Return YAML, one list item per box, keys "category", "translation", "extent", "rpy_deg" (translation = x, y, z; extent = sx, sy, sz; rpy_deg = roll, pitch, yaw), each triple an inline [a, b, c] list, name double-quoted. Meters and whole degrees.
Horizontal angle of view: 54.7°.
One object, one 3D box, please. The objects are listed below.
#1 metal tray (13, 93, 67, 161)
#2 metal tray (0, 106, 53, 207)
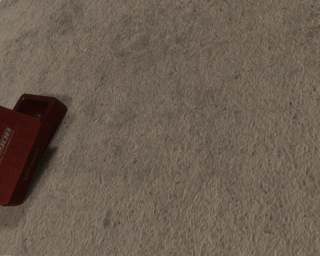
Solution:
- category: "metal tray"
  translation: [-0.220, 0.008, 0.508]
  extent: [0.090, 0.030, 0.130]
  rpy_deg: [9, 66, 31]
- category: "metal tray"
  translation: [-0.227, 0.040, 0.461]
  extent: [0.090, 0.030, 0.130]
  rpy_deg: [18, 82, 17]
